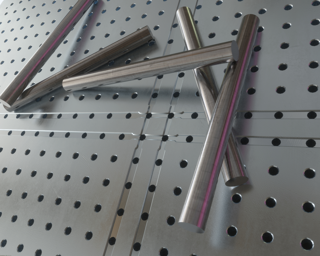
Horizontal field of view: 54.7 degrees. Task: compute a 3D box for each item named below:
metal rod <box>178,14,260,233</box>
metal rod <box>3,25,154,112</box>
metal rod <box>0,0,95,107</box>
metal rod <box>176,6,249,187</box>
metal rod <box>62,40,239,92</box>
[{"bbox_3d":[0.077,-0.029,0.357,0.025,0.025,0.300,3,55,29],"label":"metal rod"},{"bbox_3d":[-0.150,-0.100,0.545,0.301,0.025,0.025,-24,53,13],"label":"metal rod"},{"bbox_3d":[-0.206,-0.165,0.595,0.025,0.025,0.300,11,61,32],"label":"metal rod"},{"bbox_3d":[0.060,-0.064,0.414,0.025,0.025,0.299,-21,54,15],"label":"metal rod"},{"bbox_3d":[-0.035,-0.083,0.451,0.300,0.025,0.025,-4,60,34],"label":"metal rod"}]
